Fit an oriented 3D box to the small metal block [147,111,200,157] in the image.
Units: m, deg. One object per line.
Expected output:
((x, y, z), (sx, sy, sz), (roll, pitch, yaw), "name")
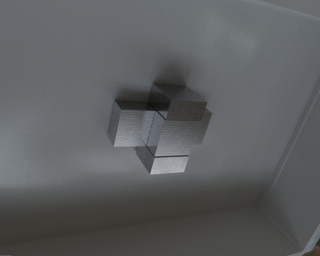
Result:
((0.016, 0.007, 0.386), (0.050, 0.025, 0.050), (0, 118, -29), "small metal block")

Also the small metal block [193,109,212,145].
((0.037, -0.004, 0.424), (0.050, 0.025, 0.050), (0, 118, -29), "small metal block")

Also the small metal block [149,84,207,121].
((0.021, -0.032, 0.381), (0.050, 0.050, 0.025), (0, 118, -29), "small metal block")

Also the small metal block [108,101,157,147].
((-0.033, -0.005, 0.385), (0.050, 0.025, 0.050), (1, 118, -29), "small metal block")

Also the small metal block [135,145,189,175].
((0.002, 0.035, 0.411), (0.050, 0.050, 0.025), (0, 118, -29), "small metal block")
